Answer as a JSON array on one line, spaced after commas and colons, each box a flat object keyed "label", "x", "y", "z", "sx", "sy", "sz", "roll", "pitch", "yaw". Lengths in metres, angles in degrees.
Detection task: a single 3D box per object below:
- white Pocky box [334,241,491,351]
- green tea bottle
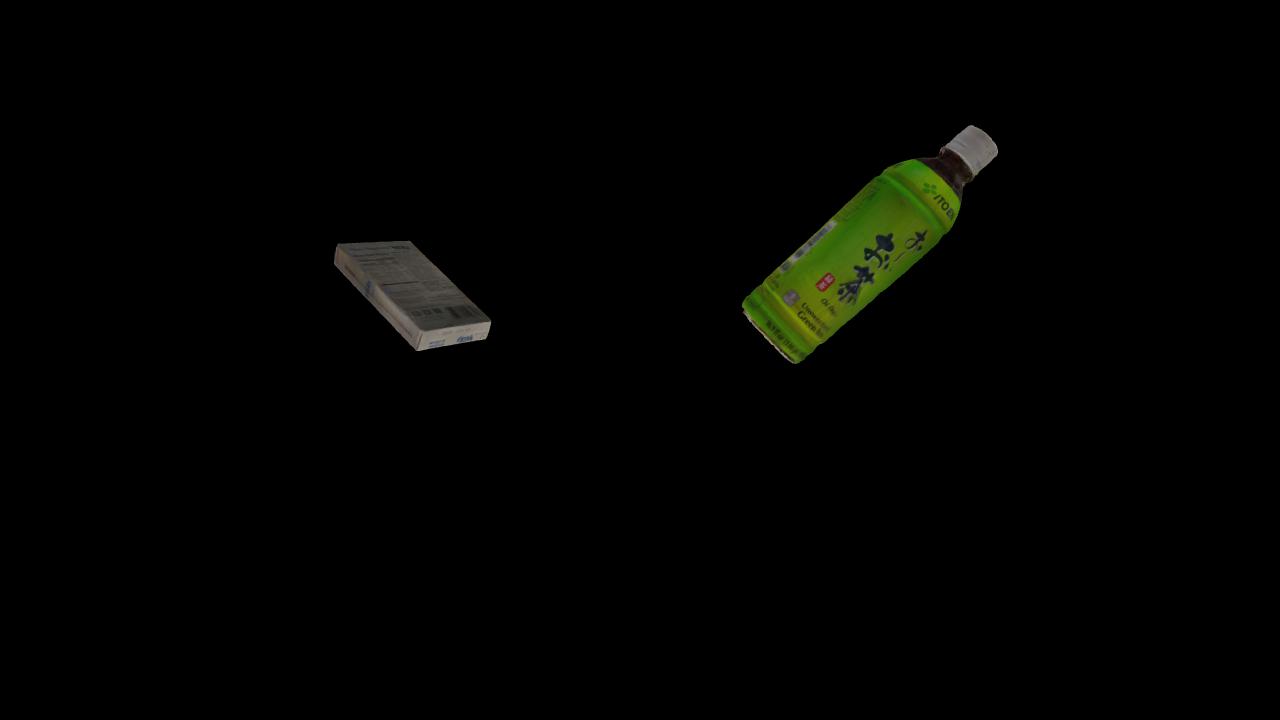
[{"label": "white Pocky box", "x": -0.226, "y": -0.068, "z": 0.610, "sx": 0.154, "sy": 0.028, "sz": 0.084, "roll": 40, "pitch": 32, "yaw": 24}, {"label": "green tea bottle", "x": 0.176, "y": -0.091, "z": 0.474, "sx": 0.212, "sy": 0.073, "sz": 0.073, "roll": -46, "pitch": -15, "yaw": 16}]
